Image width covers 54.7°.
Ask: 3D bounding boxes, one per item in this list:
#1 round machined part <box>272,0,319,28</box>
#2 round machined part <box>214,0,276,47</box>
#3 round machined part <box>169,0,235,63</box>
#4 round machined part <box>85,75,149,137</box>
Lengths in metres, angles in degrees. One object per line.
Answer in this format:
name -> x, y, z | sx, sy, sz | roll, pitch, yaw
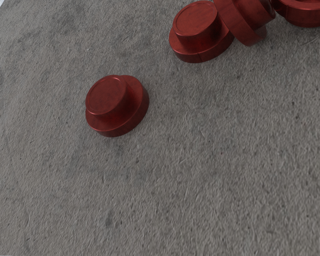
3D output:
round machined part -> 0.191, -0.164, 0.387 | 0.098, 0.042, 0.098 | -8, 58, 12
round machined part -> 0.110, -0.156, 0.391 | 0.042, 0.098, 0.098 | -28, 49, 37
round machined part -> 0.057, -0.146, 0.453 | 0.098, 0.042, 0.098 | -13, 56, 21
round machined part -> -0.069, -0.039, 0.453 | 0.098, 0.042, 0.098 | -13, 56, 21
